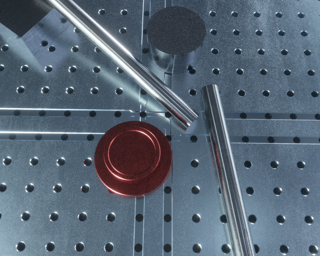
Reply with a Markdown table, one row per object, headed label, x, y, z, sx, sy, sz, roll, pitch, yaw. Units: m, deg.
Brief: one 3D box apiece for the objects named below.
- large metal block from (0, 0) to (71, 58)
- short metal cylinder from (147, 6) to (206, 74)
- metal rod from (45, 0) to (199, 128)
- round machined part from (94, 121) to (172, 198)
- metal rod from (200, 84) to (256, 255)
| label | x | y | z | sx | sy | sz | roll | pitch | yaw |
| --- | --- | --- | --- | --- | --- | --- | --- | --- | --- |
| large metal block | -0.193 | -0.165 | 0.456 | 0.080 | 0.050 | 0.080 | 36 | 74 | 12 |
| short metal cylinder | 0.022 | -0.125 | 0.445 | 0.081 | 0.050 | 0.080 | 0 | 70 | 0 |
| metal rod | -0.067 | -0.110 | 0.419 | 0.300 | 0.025 | 0.025 | 42 | 75 | 1 |
| round machined part | -0.034 | 0.036 | 0.389 | 0.099 | 0.042 | 0.098 | 0 | 70 | -1 |
| metal rod | 0.089 | 0.084 | 0.381 | 0.025 | 0.025 | 0.299 | -7 | 70 | -3 |
